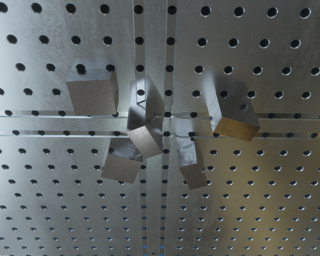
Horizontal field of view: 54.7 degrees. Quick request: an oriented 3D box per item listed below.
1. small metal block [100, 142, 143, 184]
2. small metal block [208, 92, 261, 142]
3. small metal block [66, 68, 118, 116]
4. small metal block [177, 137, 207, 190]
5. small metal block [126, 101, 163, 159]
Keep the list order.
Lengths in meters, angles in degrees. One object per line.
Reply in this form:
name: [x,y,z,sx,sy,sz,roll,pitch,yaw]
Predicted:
small metal block: [-0.056,0.052,0.455,0.050,0.025,0.050,14,129,-13]
small metal block: [0.091,-0.014,0.385,0.050,0.050,0.025,14,129,-12]
small metal block: [-0.080,-0.043,0.374,0.050,0.025,0.050,-2,130,1]
small metal block: [0.045,0.051,0.439,0.025,0.050,0.050,-17,128,13]
small metal block: [-0.019,0.002,0.397,0.025,0.050,0.050,-20,128,16]
